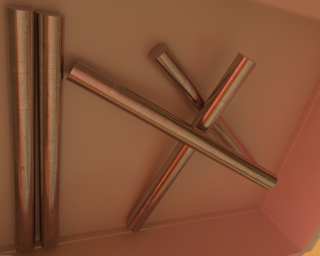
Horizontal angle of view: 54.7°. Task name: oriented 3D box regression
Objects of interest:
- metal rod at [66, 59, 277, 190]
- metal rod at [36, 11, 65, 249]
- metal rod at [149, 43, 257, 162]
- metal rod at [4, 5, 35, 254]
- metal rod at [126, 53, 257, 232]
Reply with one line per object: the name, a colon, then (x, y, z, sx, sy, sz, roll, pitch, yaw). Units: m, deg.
metal rod: (0.031, 0.007, 0.377, 0.301, 0.025, 0.025, 29, 103, -22)
metal rod: (-0.126, 0.024, 0.354, 0.025, 0.025, 0.298, -4, 120, -27)
metal rod: (0.081, -0.007, 0.448, 0.025, 0.025, 0.300, -44, 129, 2)
metal rod: (-0.151, 0.024, 0.341, 0.025, 0.025, 0.298, -3, 120, -27)
metal rod: (0.031, 0.034, 0.423, 0.025, 0.025, 0.298, 16, 117, -35)
